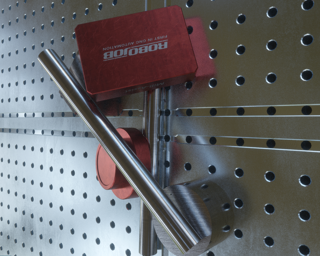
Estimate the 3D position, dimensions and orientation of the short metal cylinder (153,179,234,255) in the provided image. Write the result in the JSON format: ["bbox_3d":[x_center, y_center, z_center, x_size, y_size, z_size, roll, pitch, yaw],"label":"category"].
[{"bbox_3d":[0.038,0.103,0.361,0.080,0.050,0.079,0,90,39],"label":"short metal cylinder"}]

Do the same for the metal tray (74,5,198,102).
[{"bbox_3d":[-0.029,-0.091,0.376,0.131,0.030,0.090,-13,79,-4],"label":"metal tray"}]

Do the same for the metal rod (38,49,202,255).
[{"bbox_3d":[-0.059,0.013,0.364,0.300,0.025,0.025,50,119,19],"label":"metal rod"}]

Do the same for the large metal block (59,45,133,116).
[{"bbox_3d":[-0.083,-0.065,0.441,0.050,0.081,0.080,49,119,28],"label":"large metal block"}]

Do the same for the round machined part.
[{"bbox_3d":[-0.056,0.048,0.421,0.098,0.042,0.097,-1,89,57],"label":"round machined part"}]

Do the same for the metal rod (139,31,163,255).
[{"bbox_3d":[-0.011,0.020,0.417,0.025,0.025,0.298,3,92,39],"label":"metal rod"}]
